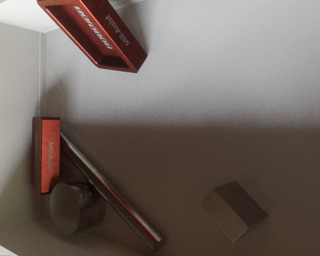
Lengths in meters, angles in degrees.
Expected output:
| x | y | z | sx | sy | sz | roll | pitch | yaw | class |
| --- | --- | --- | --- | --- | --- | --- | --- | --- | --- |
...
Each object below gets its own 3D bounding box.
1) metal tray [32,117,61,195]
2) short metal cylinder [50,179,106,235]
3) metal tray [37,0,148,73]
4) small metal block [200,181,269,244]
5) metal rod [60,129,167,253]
| x | y | z | sx | sy | sz | roll | pitch | yaw | class |
| --- | --- | --- | --- | --- | --- | --- | --- | --- | --- |
| -0.204 | 0.045 | 0.550 | 0.090 | 0.030 | 0.129 | 3 | 92 | 58 | metal tray |
| -0.132 | 0.124 | 0.497 | 0.080 | 0.050 | 0.079 | 0 | 90 | 39 | short metal cylinder |
| -0.086 | -0.128 | 0.409 | 0.090 | 0.130 | 0.030 | 15 | 68 | 38 | metal tray |
| 0.078 | 0.086 | 0.325 | 0.050 | 0.050 | 0.025 | 48 | 119 | 29 | small metal block |
| -0.100 | 0.077 | 0.486 | 0.300 | 0.025 | 0.025 | 38 | 113 | 33 | metal rod |
